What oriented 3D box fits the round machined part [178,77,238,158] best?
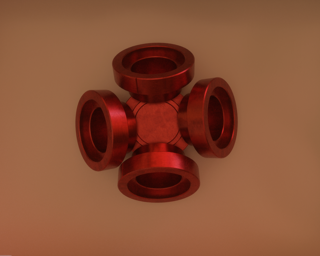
[{"bbox_3d":[0.058,-0.012,0.384,0.042,0.099,0.097,-3,90,36],"label":"round machined part"}]

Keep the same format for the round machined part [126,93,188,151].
[{"bbox_3d":[-0.003,-0.006,0.401,0.099,0.042,0.097,0,90,-1],"label":"round machined part"}]

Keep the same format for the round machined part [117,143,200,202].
[{"bbox_3d":[-0.002,0.054,0.382,0.099,0.097,0.042,-1,54,-1],"label":"round machined part"}]

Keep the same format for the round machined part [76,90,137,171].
[{"bbox_3d":[-0.064,0.002,0.382,0.042,0.098,0.097,-7,90,-38],"label":"round machined part"}]

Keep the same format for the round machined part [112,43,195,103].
[{"bbox_3d":[-0.007,-0.066,0.382,0.099,0.098,0.042,-4,128,-1],"label":"round machined part"}]
